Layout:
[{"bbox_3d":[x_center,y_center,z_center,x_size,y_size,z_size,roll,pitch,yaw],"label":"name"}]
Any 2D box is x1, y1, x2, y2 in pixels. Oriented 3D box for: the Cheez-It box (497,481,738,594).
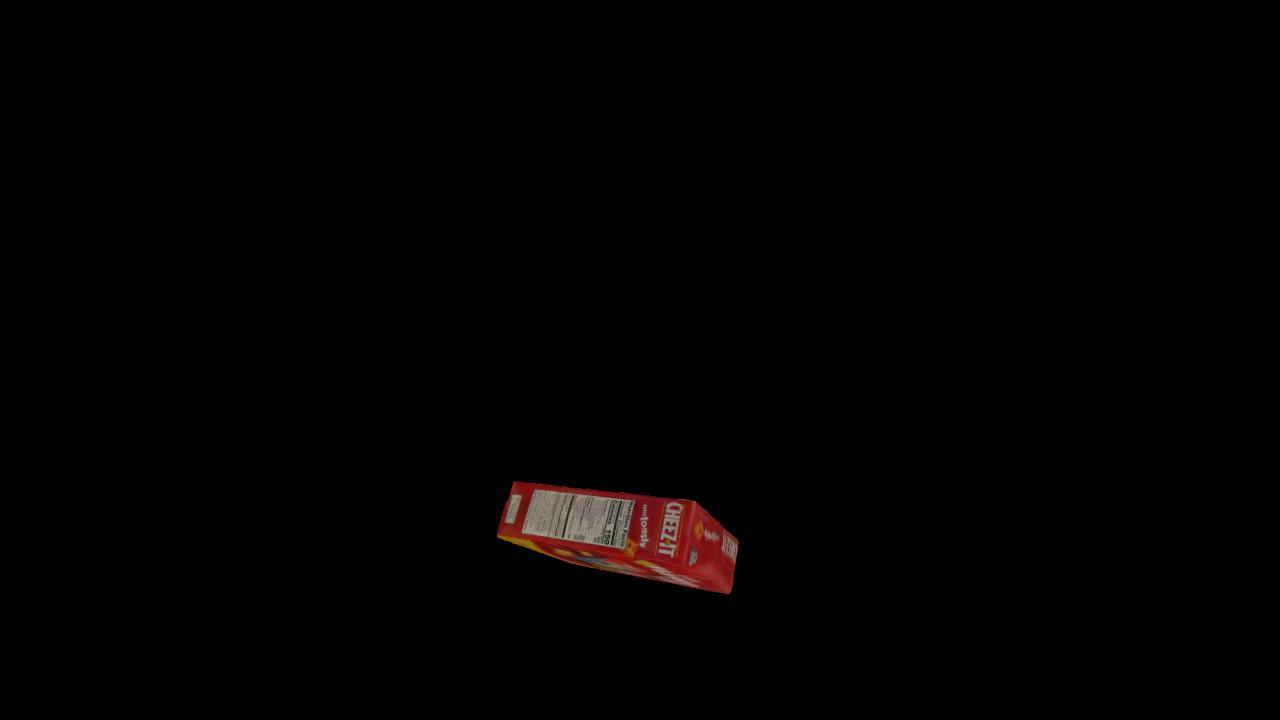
[{"bbox_3d":[-0.019,0.198,0.687,0.223,0.071,0.166,1,-26,27],"label":"Cheez-It box"}]
